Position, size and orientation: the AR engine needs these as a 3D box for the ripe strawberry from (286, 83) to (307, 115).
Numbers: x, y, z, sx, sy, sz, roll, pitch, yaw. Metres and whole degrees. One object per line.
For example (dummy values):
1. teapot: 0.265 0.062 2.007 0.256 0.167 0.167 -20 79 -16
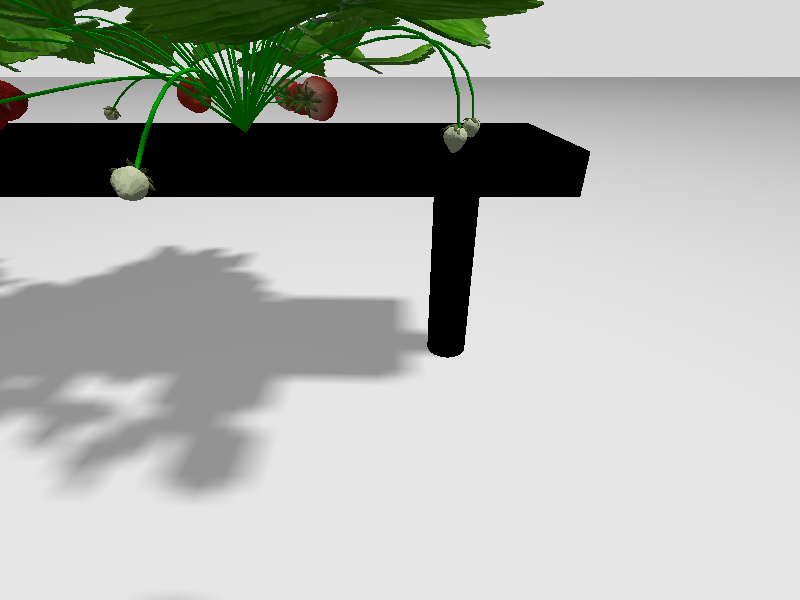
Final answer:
1. ripe strawberry: -0.108 -0.221 0.440 0.029 0.031 0.031 4 30 6

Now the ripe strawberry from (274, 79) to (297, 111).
1. ripe strawberry: -0.132 -0.245 0.478 0.032 0.034 0.035 -1 30 -2

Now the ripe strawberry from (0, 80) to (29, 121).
1. ripe strawberry: -0.373 -0.189 0.376 0.035 0.037 0.033 -10 32 -17

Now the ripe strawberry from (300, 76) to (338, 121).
1. ripe strawberry: -0.076 -0.197 0.392 0.037 0.039 0.041 16 33 25

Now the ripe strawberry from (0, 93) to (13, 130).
1. ripe strawberry: -0.330 -0.153 0.317 0.042 0.041 0.039 0 30 0

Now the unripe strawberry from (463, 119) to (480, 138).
1. unripe strawberry: 0.048 -0.116 0.270 0.011 0.011 0.011 10 32 16

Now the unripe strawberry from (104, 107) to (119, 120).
1. unripe strawberry: -0.278 -0.178 0.384 0.013 0.013 0.012 -21 16 36

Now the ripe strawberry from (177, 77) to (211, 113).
1. ripe strawberry: -0.236 -0.234 0.458 0.035 0.037 0.038 -19 35 -29

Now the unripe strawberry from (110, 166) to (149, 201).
1. unripe strawberry: -0.106 -0.044 0.156 0.013 0.014 0.014 -3 43 -5
